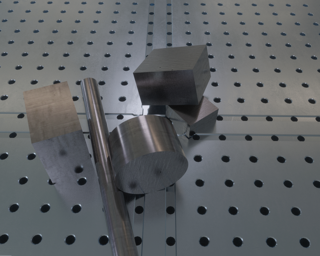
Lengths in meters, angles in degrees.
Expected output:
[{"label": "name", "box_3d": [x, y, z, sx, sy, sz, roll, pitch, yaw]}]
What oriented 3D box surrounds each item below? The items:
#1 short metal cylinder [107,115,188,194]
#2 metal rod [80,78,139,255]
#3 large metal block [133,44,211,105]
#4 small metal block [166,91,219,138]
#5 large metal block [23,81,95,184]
[{"label": "short metal cylinder", "box_3d": [-0.015, 0.031, 0.346, 0.081, 0.080, 0.050, -12, 51, -10]}, {"label": "metal rod", "box_3d": [-0.064, 0.045, 0.369, 0.025, 0.025, 0.300, -13, 51, -10]}, {"label": "large metal block", "box_3d": [0.020, -0.074, 0.430, 0.080, 0.050, 0.080, 1, 36, 22]}, {"label": "small metal block", "box_3d": [0.043, -0.022, 0.426, 0.050, 0.025, 0.050, -30, 56, -23]}, {"label": "large metal block", "box_3d": [-0.118, 0.005, 0.366, 0.050, 0.080, 0.080, -17, 52, -14]}]
